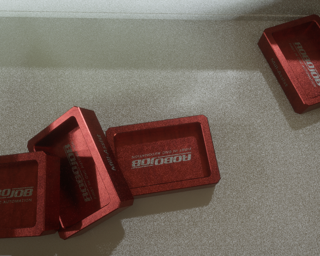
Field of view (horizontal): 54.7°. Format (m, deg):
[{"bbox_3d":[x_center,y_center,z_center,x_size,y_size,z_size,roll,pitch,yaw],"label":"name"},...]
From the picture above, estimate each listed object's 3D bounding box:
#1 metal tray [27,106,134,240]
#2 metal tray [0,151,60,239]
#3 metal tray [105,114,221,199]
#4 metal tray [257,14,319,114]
[{"bbox_3d":[-0.097,0.051,0.365,0.090,0.030,0.130,-34,71,18],"label":"metal tray"},{"bbox_3d":[-0.182,0.079,0.355,0.131,0.030,0.090,-7,75,11],"label":"metal tray"},{"bbox_3d":[0.002,0.037,0.393,0.131,0.030,0.090,-8,70,-4],"label":"metal tray"},{"bbox_3d":[0.211,-0.093,0.443,0.091,0.030,0.130,-19,71,-7],"label":"metal tray"}]
